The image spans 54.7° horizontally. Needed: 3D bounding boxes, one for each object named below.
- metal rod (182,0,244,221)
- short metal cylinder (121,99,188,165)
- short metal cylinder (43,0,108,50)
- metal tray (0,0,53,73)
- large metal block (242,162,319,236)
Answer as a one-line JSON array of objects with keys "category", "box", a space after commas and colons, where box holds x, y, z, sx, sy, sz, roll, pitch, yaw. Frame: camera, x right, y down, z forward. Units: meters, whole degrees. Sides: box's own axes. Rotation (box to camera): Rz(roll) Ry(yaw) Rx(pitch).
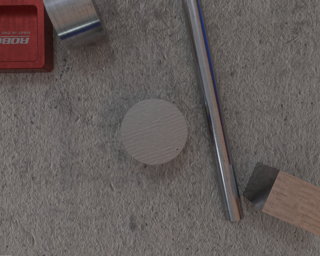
[{"category": "metal rod", "box": [0.070, -0.027, 0.410, 0.025, 0.025, 0.298, -11, 90, 0]}, {"category": "short metal cylinder", "box": [-0.007, 0.004, 0.397, 0.081, 0.050, 0.080, 0, 90, 0]}, {"category": "short metal cylinder", "box": [-0.103, -0.143, 0.382, 0.050, 0.080, 0.080, -21, 90, 0]}, {"category": "metal tray", "box": [-0.211, -0.119, 0.405, 0.131, 0.030, 0.089, -1, 90, 0]}, {"category": "large metal block", "box": [0.160, 0.085, 0.384, 0.080, 0.080, 0.050, 24, 90, 0]}]
